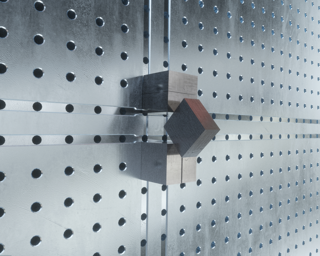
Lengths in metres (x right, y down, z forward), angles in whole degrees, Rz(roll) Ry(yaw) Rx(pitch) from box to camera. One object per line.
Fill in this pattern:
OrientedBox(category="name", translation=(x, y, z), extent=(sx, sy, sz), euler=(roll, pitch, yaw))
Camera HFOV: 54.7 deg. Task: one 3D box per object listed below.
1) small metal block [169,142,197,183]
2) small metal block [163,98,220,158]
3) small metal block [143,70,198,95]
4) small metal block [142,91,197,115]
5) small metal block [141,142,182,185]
OrientedBox(category="small metal block", translation=(0.021, 0.044, 0.411), extent=(0.025, 0.050, 0.050), euler=(2, 89, -40))
OrientedBox(category="small metal block", translation=(0.037, 0.000, 0.372), extent=(0.025, 0.050, 0.050), euler=(1, 47, -40))
OrientedBox(category="small metal block", translation=(0.013, -0.056, 0.405), extent=(0.050, 0.050, 0.025), euler=(3, 89, -40))
OrientedBox(category="small metal block", translation=(0.013, -0.031, 0.405), extent=(0.050, 0.050, 0.025), euler=(3, 89, -40))
OrientedBox(category="small metal block", translation=(0.001, 0.044, 0.396), extent=(0.025, 0.050, 0.050), euler=(2, 89, -40))
